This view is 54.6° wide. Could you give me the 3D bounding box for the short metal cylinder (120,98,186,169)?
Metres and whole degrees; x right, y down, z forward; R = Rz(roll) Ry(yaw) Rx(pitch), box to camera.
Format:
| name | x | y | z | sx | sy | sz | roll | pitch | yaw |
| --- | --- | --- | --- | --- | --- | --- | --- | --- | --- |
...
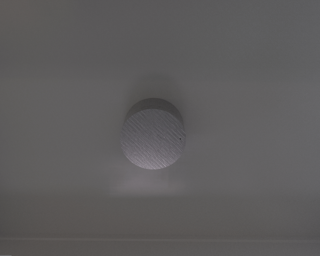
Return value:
| name | x | y | z | sx | sy | sz | roll | pitch | yaw |
| --- | --- | --- | --- | --- | --- | --- | --- | --- | --- |
| short metal cylinder | -0.008 | 0.006 | 0.400 | 0.080 | 0.050 | 0.079 | 0 | 110 | 0 |
